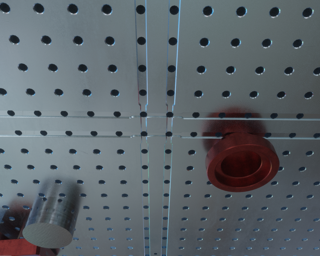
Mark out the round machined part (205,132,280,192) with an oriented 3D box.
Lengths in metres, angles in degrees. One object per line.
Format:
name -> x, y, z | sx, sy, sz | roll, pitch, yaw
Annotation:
round machined part -> 0.113, 0.044, 0.439 | 0.099, 0.042, 0.097 | 0, 130, 0

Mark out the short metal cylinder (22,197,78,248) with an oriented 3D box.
short metal cylinder -> -0.186, 0.163, 0.533 | 0.081, 0.050, 0.079 | 0, 130, 0

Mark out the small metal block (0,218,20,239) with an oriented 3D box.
small metal block -> -0.301, 0.196, 0.575 | 0.050, 0.025, 0.050 | -16, 129, 13

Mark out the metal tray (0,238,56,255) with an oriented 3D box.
metal tray -> -0.260, 0.250, 0.596 | 0.091, 0.030, 0.129 | -2, 142, -4
